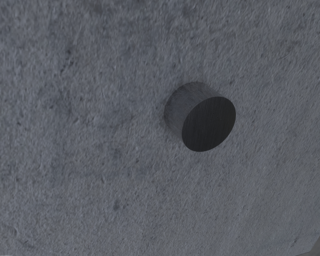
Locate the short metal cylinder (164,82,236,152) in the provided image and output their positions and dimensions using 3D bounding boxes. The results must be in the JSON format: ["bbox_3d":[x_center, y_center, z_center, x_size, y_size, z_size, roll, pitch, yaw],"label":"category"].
[{"bbox_3d":[0.052,-0.015,0.412,0.081,0.050,0.079,-14,125,-21],"label":"short metal cylinder"}]
